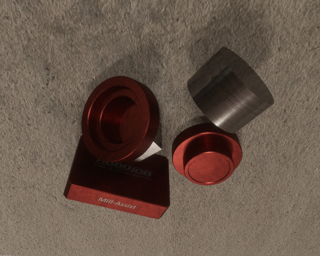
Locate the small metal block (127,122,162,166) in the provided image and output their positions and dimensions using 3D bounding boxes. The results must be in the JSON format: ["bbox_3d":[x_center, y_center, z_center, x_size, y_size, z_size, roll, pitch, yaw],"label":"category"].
[{"bbox_3d":[-0.025,0.014,0.403,0.050,0.050,0.025,-30,124,23],"label":"small metal block"}]

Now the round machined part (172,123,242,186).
[{"bbox_3d":[0.066,0.043,0.434,0.099,0.042,0.097,-1,130,0],"label":"round machined part"}]

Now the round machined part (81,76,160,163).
[{"bbox_3d":[-0.042,-0.008,0.363,0.098,0.098,0.042,-32,156,23],"label":"round machined part"}]

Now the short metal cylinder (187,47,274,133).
[{"bbox_3d":[0.077,-0.041,0.337,0.080,0.080,0.050,32,123,-25],"label":"short metal cylinder"}]

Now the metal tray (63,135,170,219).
[{"bbox_3d":[-0.053,0.064,0.418,0.131,0.090,0.030,17,128,-15],"label":"metal tray"}]
